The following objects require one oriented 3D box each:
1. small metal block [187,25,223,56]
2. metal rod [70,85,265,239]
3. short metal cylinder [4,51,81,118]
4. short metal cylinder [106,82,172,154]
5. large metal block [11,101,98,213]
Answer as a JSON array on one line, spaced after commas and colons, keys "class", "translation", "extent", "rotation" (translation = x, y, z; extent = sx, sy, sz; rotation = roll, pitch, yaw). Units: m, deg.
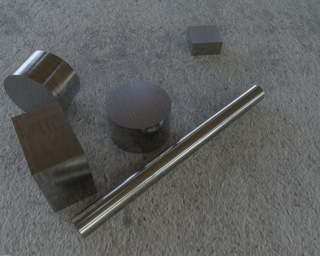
[{"class": "small metal block", "translation": [0.075, -0.150, 0.530], "extent": [0.050, 0.025, 0.050], "rotation": [-5, 50, -4]}, {"class": "metal rod", "translation": [0.028, 0.026, 0.381], "extent": [0.302, 0.025, 0.025], "rotation": [-34, 58, -26]}, {"class": "short metal cylinder", "translation": [-0.155, -0.055, 0.412], "extent": [0.080, 0.080, 0.050], "rotation": [14, 52, 12]}, {"class": "short metal cylinder", "translation": [-0.026, -0.014, 0.398], "extent": [0.081, 0.050, 0.080], "rotation": [0, 50, 0]}, {"class": "large metal block", "translation": [-0.114, 0.032, 0.340], "extent": [0.050, 0.080, 0.080], "rotation": [-24, 54, -19]}]
